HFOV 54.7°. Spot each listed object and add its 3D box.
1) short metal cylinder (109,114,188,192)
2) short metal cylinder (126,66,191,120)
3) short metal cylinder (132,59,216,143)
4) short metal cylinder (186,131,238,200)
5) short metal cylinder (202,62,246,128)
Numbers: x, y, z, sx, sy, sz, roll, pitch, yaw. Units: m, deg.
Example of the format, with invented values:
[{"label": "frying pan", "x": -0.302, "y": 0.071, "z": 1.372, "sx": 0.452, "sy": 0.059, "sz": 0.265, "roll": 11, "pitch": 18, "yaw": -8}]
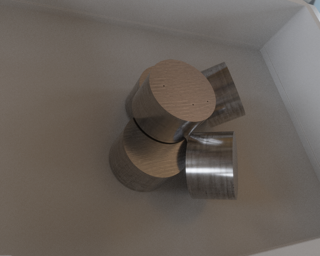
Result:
[{"label": "short metal cylinder", "x": -0.013, "y": 0.029, "z": 0.365, "sx": 0.081, "sy": 0.050, "sz": 0.080, "roll": 14, "pitch": 56, "yaw": -21}, {"label": "short metal cylinder", "x": 0.001, "y": -0.035, "z": 0.411, "sx": 0.081, "sy": 0.050, "sz": 0.080, "roll": 14, "pitch": 56, "yaw": -21}, {"label": "short metal cylinder", "x": 0.015, "y": -0.030, "z": 0.349, "sx": 0.081, "sy": 0.050, "sz": 0.080, "roll": 14, "pitch": 56, "yaw": -21}, {"label": "short metal cylinder", "x": 0.064, "y": 0.044, "z": 0.369, "sx": 0.050, "sy": 0.080, "sz": 0.080, "roll": -2, "pitch": 53, "yaw": 17}, {"label": "short metal cylinder", "x": 0.081, "y": -0.046, "z": 0.435, "sx": 0.080, "sy": 0.050, "sz": 0.080, "roll": -22, "pitch": 90, "yaw": -78}]
